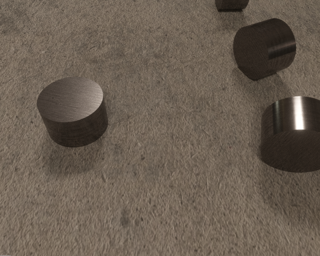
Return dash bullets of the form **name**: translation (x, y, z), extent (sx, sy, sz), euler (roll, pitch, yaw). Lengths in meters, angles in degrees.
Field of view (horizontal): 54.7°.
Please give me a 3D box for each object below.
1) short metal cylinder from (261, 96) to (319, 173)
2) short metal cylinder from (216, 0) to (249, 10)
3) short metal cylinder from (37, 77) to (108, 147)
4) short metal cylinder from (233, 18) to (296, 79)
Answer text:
- **short metal cylinder**: translation (0.160, 0.009, 0.362), extent (0.080, 0.080, 0.050), euler (10, 51, 8)
- **short metal cylinder**: translation (0.139, -0.272, 0.598), extent (0.050, 0.080, 0.080), euler (-2, 50, -2)
- **short metal cylinder**: translation (-0.111, -0.021, 0.404), extent (0.081, 0.050, 0.080), euler (0, 50, 0)
- **short metal cylinder**: translation (0.157, -0.120, 0.471), extent (0.050, 0.080, 0.080), euler (-21, 54, -17)
